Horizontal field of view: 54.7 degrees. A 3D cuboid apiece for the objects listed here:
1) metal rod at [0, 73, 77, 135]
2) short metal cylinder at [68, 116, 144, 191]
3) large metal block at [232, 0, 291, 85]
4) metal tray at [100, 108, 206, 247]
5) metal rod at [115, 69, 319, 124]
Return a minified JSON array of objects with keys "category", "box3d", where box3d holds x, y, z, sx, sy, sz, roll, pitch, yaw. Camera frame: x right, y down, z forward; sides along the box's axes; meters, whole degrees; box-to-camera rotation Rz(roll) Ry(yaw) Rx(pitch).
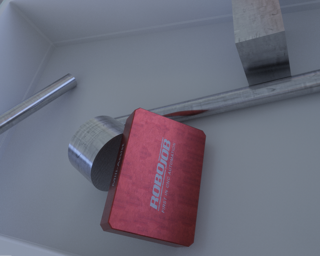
[{"category":"metal rod","box3d":[-0.248,0.002,0.458,0.025,0.025,0.302,22,50,36]},{"category":"short metal cylinder","box3d":[-0.065,0.031,0.384,0.050,0.080,0.080,31,79,37]},{"category":"large metal block","box3d":[0.122,-0.110,0.373,0.050,0.080,0.080,-10,58,23]},{"category":"metal tray","box3d":[-0.002,0.052,0.333,0.030,0.091,0.130,-41,34,57]},{"category":"metal rod","box3d":[0.053,-0.027,0.393,0.301,0.025,0.025,-12,57,21]}]
